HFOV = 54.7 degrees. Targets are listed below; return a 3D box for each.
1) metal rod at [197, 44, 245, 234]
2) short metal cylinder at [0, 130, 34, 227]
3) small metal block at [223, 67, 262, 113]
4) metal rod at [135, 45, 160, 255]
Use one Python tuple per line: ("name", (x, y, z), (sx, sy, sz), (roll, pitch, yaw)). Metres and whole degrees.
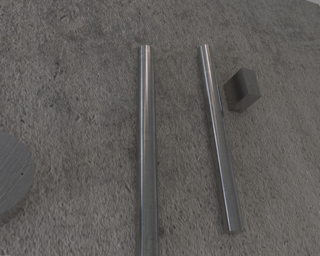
("metal rod", (0.082, -0.003, 0.449), (0.025, 0.025, 0.299), (11, 57, -23))
("short metal cylinder", (-0.158, 0.047, 0.274), (0.081, 0.050, 0.080), (14, 56, -21))
("small metal block", (0.130, -0.059, 0.494), (0.025, 0.050, 0.050), (9, 58, -24))
("metal rod", (-0.017, 0.014, 0.385), (0.025, 0.025, 0.299), (12, 57, -22))
